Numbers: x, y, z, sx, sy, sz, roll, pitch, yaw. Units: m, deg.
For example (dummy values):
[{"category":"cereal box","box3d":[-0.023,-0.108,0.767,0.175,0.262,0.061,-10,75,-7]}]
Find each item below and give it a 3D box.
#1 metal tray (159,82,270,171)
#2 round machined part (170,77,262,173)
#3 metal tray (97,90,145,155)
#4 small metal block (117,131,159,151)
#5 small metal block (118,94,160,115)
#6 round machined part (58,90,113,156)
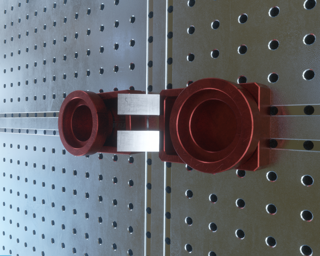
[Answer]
[{"category":"metal tray","box3d":[0.058,-0.002,0.359,0.130,0.030,0.089,1,91,40]},{"category":"round machined part","box3d":[0.061,-0.003,0.331,0.098,0.042,0.097,0,90,40]},{"category":"metal tray","box3d":[-0.081,-0.008,0.474,0.130,0.030,0.089,-1,92,40]},{"category":"small metal block","box3d":[-0.028,0.015,0.397,0.050,0.050,0.025,-172,82,-84]},{"category":"small metal block","box3d":[-0.028,-0.029,0.398,0.050,0.050,0.025,-172,82,-84]},{"category":"round machined part","box3d":[-0.110,-0.007,0.473,0.098,0.042,0.097,0,90,40]}]
